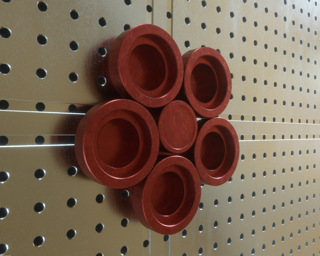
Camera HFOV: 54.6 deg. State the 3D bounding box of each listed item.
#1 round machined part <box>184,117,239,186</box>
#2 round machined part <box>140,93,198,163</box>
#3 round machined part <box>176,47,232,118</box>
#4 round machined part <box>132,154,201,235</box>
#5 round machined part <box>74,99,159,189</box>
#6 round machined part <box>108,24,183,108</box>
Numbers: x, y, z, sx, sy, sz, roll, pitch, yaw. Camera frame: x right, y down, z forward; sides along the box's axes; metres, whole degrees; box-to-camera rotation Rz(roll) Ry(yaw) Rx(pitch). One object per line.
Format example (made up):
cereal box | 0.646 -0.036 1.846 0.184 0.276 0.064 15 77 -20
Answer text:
round machined part | 0.070 0.033 0.455 0.099 0.042 0.097 0 90 -40
round machined part | 0.011 -0.001 0.406 0.099 0.042 0.097 0 90 -40
round machined part | 0.055 -0.063 0.442 0.099 0.042 0.097 0 90 -40
round machined part | 0.004 0.083 0.400 0.099 0.042 0.097 0 90 -40
round machined part | -0.052 0.017 0.353 0.099 0.042 0.097 0 90 -40
round machined part | -0.021 -0.073 0.379 0.099 0.042 0.097 0 90 -40
